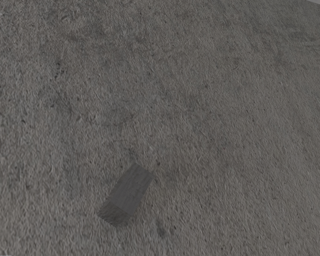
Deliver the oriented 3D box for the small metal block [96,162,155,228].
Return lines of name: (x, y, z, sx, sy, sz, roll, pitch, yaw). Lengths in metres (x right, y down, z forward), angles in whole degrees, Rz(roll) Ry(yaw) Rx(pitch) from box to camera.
small metal block: (-0.036, 0.071, 0.325, 0.025, 0.050, 0.050, 36, 51, -5)
